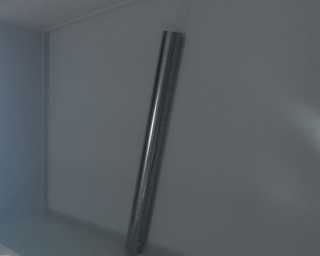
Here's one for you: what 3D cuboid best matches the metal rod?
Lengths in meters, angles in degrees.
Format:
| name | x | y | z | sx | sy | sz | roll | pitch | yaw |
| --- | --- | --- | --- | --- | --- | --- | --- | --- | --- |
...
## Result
| name | x | y | z | sx | sy | sz | roll | pitch | yaw |
| --- | --- | --- | --- | --- | --- | --- | --- | --- | --- |
| metal rod | -0.011 | 0.024 | 0.416 | 0.025 | 0.025 | 0.298 | 17 | 101 | 39 |
